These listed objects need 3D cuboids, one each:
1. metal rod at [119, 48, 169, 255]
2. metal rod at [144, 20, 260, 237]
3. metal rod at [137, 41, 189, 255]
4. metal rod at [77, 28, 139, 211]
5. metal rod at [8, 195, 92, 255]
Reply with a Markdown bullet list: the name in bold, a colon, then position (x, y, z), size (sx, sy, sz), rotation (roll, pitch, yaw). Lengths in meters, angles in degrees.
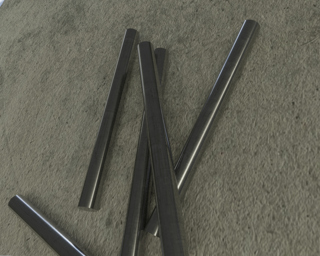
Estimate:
- **metal rod**: position (-0.016, 0.017, 0.401), size (0.025, 0.025, 0.299), rotation (-7, 58, 25)
- **metal rod**: position (0.059, -0.012, 0.379), size (0.025, 0.025, 0.300), rotation (15, 69, 34)
- **metal rod**: position (-0.003, 0.005, 0.368), size (0.025, 0.025, 0.299), rotation (-20, 54, 16)
- **metal rod**: position (-0.069, -0.029, 0.458), size (0.025, 0.025, 0.300), rotation (-5, 59, 26)
- **metal rod**: position (-0.093, 0.153, 0.358), size (0.300, 0.025, 0.025), rotation (22, 74, 36)
